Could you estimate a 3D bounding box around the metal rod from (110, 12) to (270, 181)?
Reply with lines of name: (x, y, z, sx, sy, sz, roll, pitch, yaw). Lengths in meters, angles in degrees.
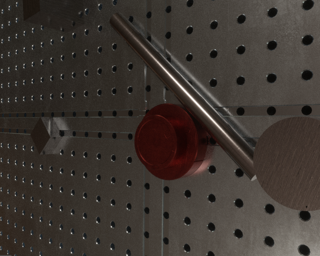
metal rod: (0.020, -0.057, 0.390, 0.300, 0.025, 0.025, 51, 120, 27)

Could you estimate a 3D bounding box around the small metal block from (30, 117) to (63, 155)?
small metal block: (-0.214, 0.015, 0.582, 0.050, 0.025, 0.050, -50, 61, 28)

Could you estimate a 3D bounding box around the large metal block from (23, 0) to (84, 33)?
large metal block: (-0.178, -0.215, 0.517, 0.050, 0.081, 0.080, -7, 86, 39)

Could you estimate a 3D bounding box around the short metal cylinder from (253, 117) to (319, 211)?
short metal cylinder: (0.134, 0.030, 0.282, 0.080, 0.050, 0.079, 0, 90, 40)

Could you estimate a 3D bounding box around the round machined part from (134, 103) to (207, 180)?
round machined part: (0.006, 0.017, 0.391, 0.098, 0.042, 0.097, 0, 90, 39)
